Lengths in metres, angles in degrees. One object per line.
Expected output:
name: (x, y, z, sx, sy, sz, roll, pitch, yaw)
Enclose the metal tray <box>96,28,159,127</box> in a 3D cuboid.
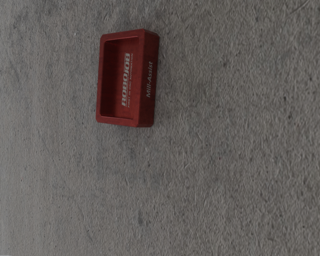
metal tray: (-0.049, -0.069, 0.442, 0.090, 0.030, 0.129, 7, 94, 40)
